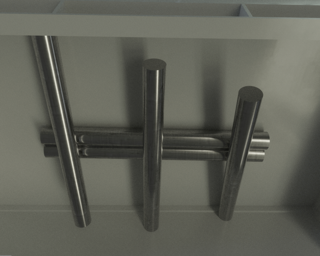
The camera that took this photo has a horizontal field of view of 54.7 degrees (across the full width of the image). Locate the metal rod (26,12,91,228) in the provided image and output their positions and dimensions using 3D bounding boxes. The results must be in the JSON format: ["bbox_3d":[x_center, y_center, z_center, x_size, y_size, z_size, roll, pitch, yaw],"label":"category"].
[{"bbox_3d":[-0.117,0.014,0.386,0.025,0.025,0.298,-1,122,0],"label":"metal rod"}]

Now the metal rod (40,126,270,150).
[{"bbox_3d":[-0.005,0.014,0.420,0.302,0.025,0.025,1,130,-2],"label":"metal rod"}]

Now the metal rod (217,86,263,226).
[{"bbox_3d":[0.104,0.063,0.433,0.025,0.025,0.298,-3,139,2],"label":"metal rod"}]

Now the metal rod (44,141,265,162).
[{"bbox_3d":[-0.006,0.032,0.435,0.302,0.025,0.025,1,130,-2],"label":"metal rod"}]

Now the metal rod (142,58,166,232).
[{"bbox_3d":[-0.010,0.047,0.415,0.025,0.025,0.298,1,131,-1],"label":"metal rod"}]
